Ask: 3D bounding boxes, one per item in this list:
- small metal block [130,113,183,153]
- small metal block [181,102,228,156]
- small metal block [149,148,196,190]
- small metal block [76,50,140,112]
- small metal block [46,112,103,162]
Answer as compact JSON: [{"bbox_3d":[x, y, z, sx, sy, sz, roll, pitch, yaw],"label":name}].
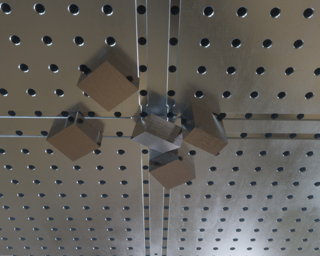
[{"bbox_3d":[-0.003,0.008,0.404,0.050,0.025,0.050,25,157,-20],"label":"small metal block"},{"bbox_3d":[0.056,0.001,0.396,0.050,0.050,0.025,26,125,-20],"label":"small metal block"},{"bbox_3d":[0.019,0.061,0.464,0.050,0.025,0.050,-27,125,21],"label":"small metal block"},{"bbox_3d":[-0.060,-0.054,0.365,0.050,0.025,0.050,-33,123,25],"label":"small metal block"},{"bbox_3d":[-0.115,0.013,0.421,0.050,0.025,0.050,-28,125,21],"label":"small metal block"}]
